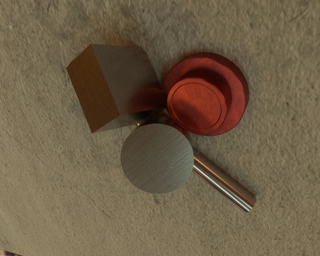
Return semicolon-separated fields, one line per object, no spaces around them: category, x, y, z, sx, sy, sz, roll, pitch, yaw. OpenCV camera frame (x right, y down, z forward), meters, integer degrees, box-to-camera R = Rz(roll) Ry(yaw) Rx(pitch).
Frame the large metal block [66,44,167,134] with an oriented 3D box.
large metal block;-0.047;-0.046;0.354;0.050;0.081;0.080;-29;81;39

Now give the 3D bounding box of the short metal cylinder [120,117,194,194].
short metal cylinder;-0.001;0.030;0.362;0.080;0.050;0.079;1;101;5

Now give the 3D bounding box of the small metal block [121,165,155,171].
small metal block;-0.017;0.043;0.427;0.050;0.050;0.025;-23;105;35

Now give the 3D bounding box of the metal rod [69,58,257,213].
metal rod;0.001;0.008;0.412;0.300;0.025;0.025;38;129;1

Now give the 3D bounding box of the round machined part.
round machined part;0.047;-0.032;0.351;0.098;0.042;0.097;13;124;20
